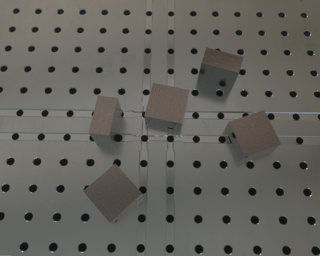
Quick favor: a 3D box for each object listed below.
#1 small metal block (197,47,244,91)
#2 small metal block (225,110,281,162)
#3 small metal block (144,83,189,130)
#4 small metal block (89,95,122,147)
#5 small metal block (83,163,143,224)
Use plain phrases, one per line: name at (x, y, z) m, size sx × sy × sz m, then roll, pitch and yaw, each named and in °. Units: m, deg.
small metal block at (0.082, -0.081, 0.428) m, size 0.050 × 0.050 × 0.025 m, roll 17°, pitch 71°, yaw 6°
small metal block at (0.122, 0.010, 0.409) m, size 0.050 × 0.025 × 0.050 m, roll -18°, pitch 71°, yaw -7°
small metal block at (0.010, -0.029, 0.423) m, size 0.050 × 0.025 × 0.050 m, roll 12°, pitch 70°, yaw 4°
small metal block at (-0.069, -0.007, 0.401) m, size 0.025 × 0.050 × 0.050 m, roll 8°, pitch 70°, yaw 3°
small metal block at (-0.057, 0.081, 0.382) m, size 0.050 × 0.025 × 0.050 m, roll -41°, pitch 75°, yaw -14°
